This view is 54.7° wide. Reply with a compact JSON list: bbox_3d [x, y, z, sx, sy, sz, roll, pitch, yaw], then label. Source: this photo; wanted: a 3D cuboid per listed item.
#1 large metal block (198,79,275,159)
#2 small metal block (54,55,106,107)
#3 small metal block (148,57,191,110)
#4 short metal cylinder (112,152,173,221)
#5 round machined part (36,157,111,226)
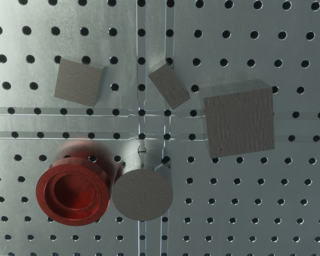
[{"bbox_3d":[0.097,-0.013,0.397,0.080,0.050,0.079,-9,110,3],"label":"large metal block"},{"bbox_3d":[-0.101,-0.059,0.390,0.050,0.025,0.050,15,109,-6],"label":"small metal block"},{"bbox_3d":[0.011,-0.056,0.380,0.025,0.050,0.050,-34,107,11],"label":"small metal block"},{"bbox_3d":[-0.023,0.080,0.429,0.081,0.050,0.079,0,110,-1],"label":"short metal cylinder"},{"bbox_3d":[-0.117,0.084,0.434,0.099,0.042,0.097,0,110,-1],"label":"round machined part"}]
